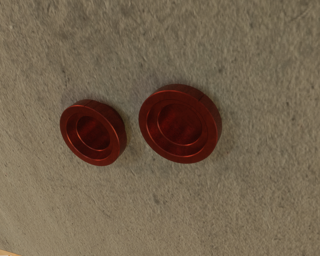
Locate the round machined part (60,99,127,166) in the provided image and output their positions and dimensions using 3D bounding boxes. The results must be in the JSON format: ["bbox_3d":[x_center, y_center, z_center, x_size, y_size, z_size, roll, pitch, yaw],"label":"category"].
[{"bbox_3d":[-0.090,0.003,0.443,0.098,0.042,0.097,13,124,20],"label":"round machined part"}]

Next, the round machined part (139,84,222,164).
[{"bbox_3d":[0.027,-0.009,0.375,0.098,0.042,0.097,13,124,20],"label":"round machined part"}]
